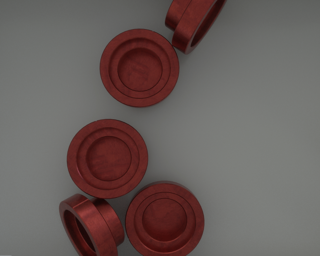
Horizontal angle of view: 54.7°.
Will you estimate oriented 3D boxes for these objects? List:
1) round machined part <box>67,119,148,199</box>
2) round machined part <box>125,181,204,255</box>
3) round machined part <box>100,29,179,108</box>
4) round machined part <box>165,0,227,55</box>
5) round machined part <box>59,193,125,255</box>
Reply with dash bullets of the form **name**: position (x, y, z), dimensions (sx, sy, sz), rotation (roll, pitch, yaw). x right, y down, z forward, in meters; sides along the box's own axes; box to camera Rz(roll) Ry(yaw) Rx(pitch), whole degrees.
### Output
- **round machined part**: position (-0.065, 0.039, 0.398), dimensions (0.099, 0.042, 0.097), rotation (1, 83, -4)
- **round machined part**: position (0.006, 0.117, 0.403), dimensions (0.099, 0.042, 0.097), rotation (0, 90, -1)
- **round machined part**: position (-0.025, -0.074, 0.403), dimensions (0.099, 0.042, 0.097), rotation (0, 90, -1)
- **round machined part**: position (0.042, -0.142, 0.376), dimensions (0.042, 0.098, 0.098), rotation (36, 90, 5)
- **round machined part**: position (-0.081, 0.124, 0.384), dimensions (0.042, 0.098, 0.098), rotation (-26, 91, -36)
